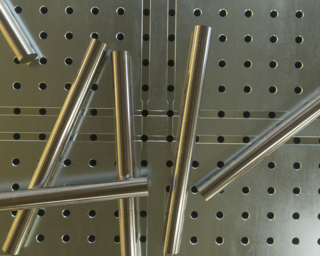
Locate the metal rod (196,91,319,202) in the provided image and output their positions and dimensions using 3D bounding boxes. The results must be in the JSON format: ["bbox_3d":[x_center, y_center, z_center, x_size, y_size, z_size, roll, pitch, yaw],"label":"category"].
[{"bbox_3d":[0.175,-0.003,0.414,0.300,0.025,0.025,-37,90,0],"label":"metal rod"}]

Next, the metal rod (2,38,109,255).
[{"bbox_3d":[-0.138,0.024,0.412,0.025,0.025,0.299,23,90,0],"label":"metal rod"}]

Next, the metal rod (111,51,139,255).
[{"bbox_3d":[-0.046,0.049,0.413,0.025,0.025,0.298,-3,90,0],"label":"metal rod"}]

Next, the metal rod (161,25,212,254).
[{"bbox_3d":[0.035,0.015,0.413,0.025,0.025,0.298,9,90,0],"label":"metal rod"}]

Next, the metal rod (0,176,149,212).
[{"bbox_3d":[-0.165,0.088,0.386,0.302,0.025,0.025,-6,90,0],"label":"metal rod"}]

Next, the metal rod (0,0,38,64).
[{"bbox_3d":[-0.252,-0.220,0.411,0.025,0.025,0.299,-31,90,0],"label":"metal rod"}]
